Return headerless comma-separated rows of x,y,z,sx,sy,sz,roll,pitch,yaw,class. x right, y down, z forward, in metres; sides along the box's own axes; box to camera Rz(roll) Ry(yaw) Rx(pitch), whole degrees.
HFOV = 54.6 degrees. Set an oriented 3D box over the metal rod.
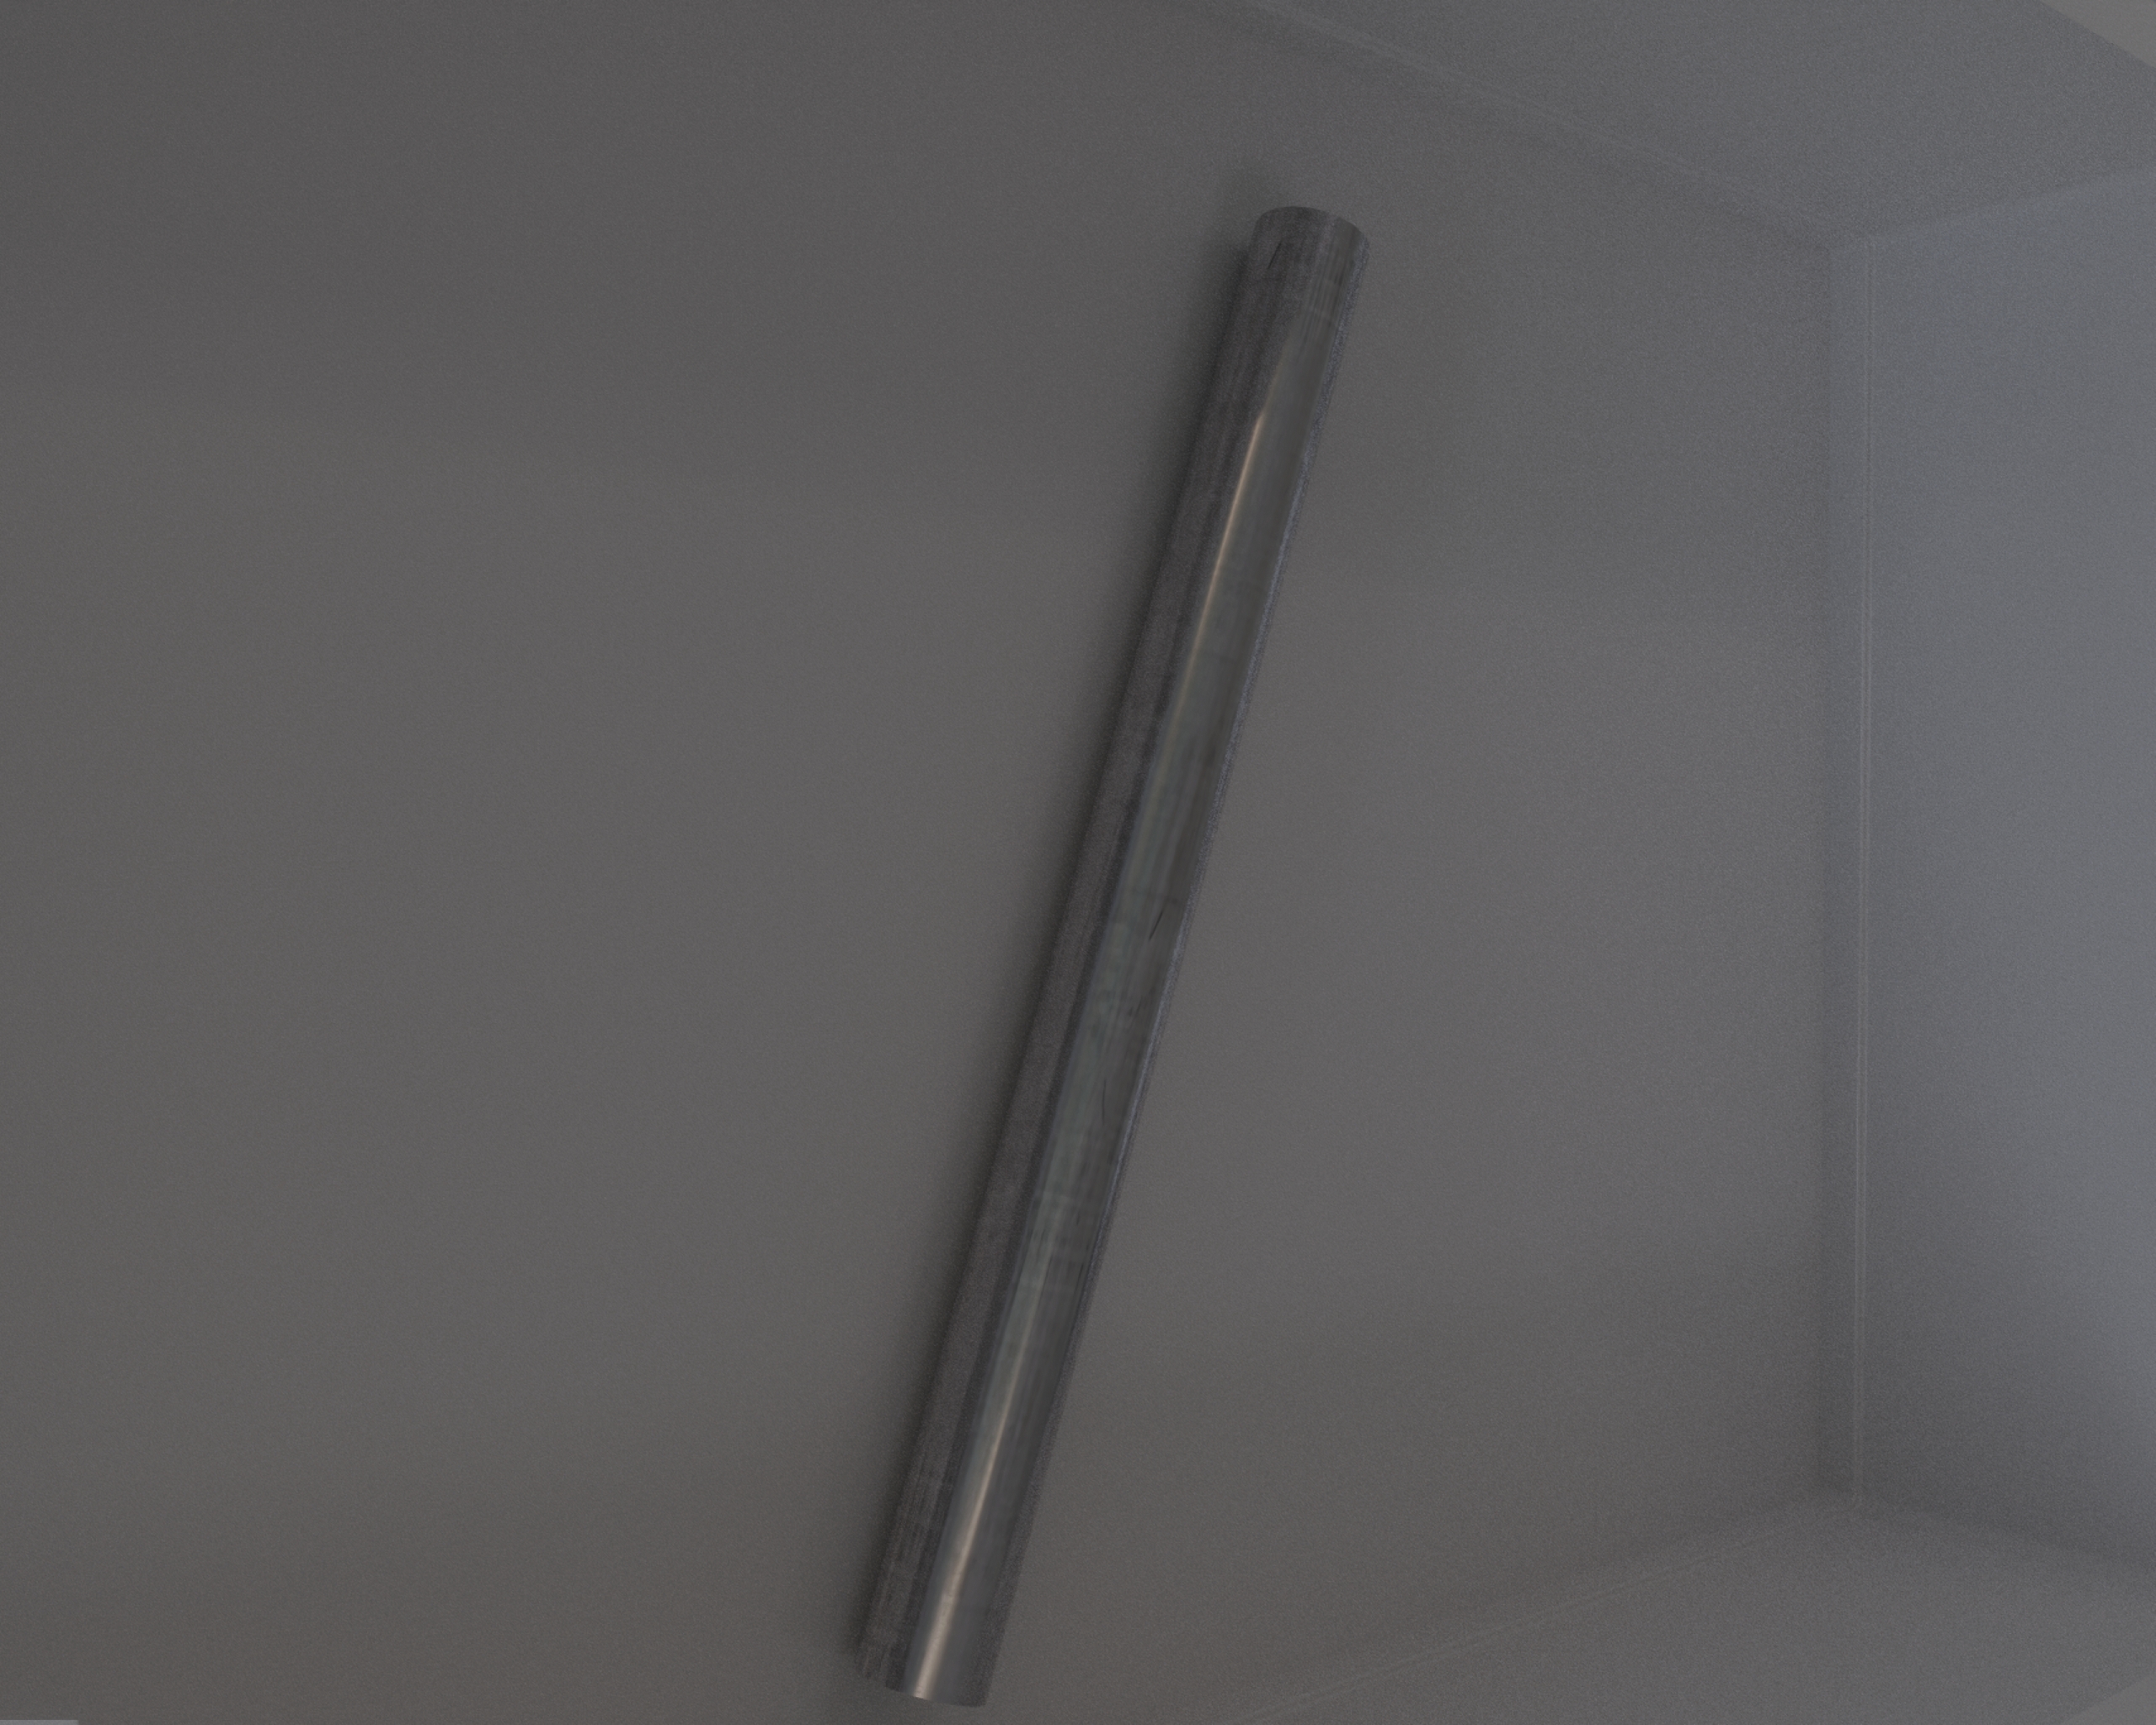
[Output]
0.011,0.008,0.411,0.025,0.025,0.299,25,74,-37,metal rod
